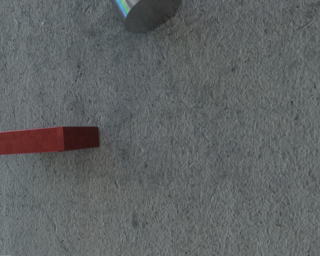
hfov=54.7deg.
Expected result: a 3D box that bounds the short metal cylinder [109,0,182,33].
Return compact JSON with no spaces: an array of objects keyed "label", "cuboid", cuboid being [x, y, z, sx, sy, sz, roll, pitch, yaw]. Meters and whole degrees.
[{"label":"short metal cylinder","cuboid":[-0.020,-0.164,0.387,0.080,0.080,0.050,-32,80,17]}]

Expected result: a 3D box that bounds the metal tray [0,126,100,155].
[{"label":"metal tray","cuboid":[-0.163,0.018,0.432,0.130,0.090,0.030,-5,89,20]}]
